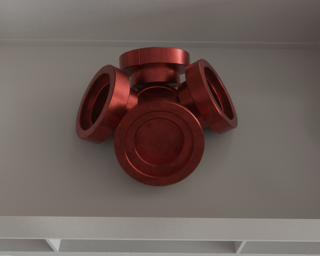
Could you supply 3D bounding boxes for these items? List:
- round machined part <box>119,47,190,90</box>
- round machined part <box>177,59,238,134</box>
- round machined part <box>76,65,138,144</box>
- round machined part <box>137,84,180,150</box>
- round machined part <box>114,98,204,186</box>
[{"bbox_3d":[-0.007,-0.078,0.433,0.099,0.098,0.042,-3,88,-3],"label":"round machined part"},{"bbox_3d":[0.058,-0.036,0.400,0.042,0.098,0.098,-27,45,25],"label":"round machined part"},{"bbox_3d":[-0.064,-0.026,0.389,0.042,0.098,0.098,22,41,-32],"label":"round machined part"},{"bbox_3d":[-0.003,-0.021,0.409,0.099,0.042,0.098,0,50,0],"label":"round machined part"},{"bbox_3d":[-0.001,0.013,0.356,0.099,0.097,0.042,-1,14,-1],"label":"round machined part"}]
